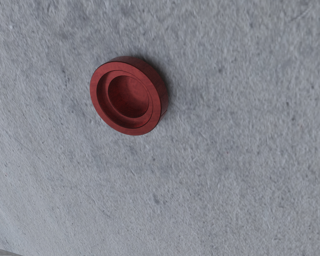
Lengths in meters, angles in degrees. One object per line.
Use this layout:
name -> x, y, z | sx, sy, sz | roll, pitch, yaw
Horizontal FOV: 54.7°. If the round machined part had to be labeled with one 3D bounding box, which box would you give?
round machined part -> -0.034, -0.043, 0.386 | 0.098, 0.042, 0.097 | 13, 124, 20
